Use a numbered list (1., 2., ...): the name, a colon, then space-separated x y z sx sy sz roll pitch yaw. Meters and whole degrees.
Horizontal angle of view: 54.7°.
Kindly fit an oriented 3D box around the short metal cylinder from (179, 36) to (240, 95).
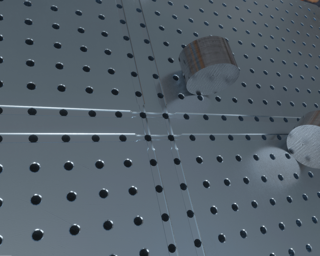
1. short metal cylinder: 0.073 -0.092 0.468 0.081 0.080 0.050 1 61 -28

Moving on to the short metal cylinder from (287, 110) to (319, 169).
1. short metal cylinder: 0.254 0.018 0.498 0.080 0.080 0.050 48 51 5
